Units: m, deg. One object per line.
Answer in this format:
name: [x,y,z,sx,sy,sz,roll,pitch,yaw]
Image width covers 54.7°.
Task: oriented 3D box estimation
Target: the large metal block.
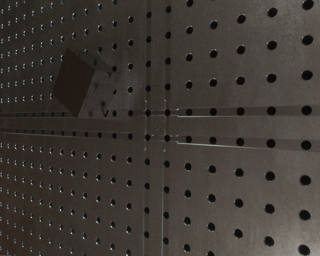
large metal block: [-0.117,-0.069,0.487,0.080,0.050,0.079,39,114,32]
